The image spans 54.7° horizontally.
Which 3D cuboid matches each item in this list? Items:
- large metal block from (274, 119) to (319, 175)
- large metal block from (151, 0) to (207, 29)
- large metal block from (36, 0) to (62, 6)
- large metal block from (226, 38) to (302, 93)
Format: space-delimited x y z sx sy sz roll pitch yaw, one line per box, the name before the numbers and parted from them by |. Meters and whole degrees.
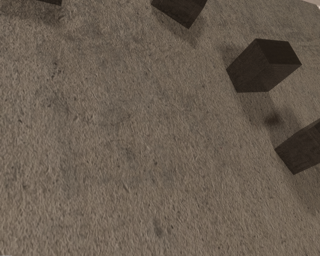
large metal block | 0.244 0.022 0.490 0.081 0.080 0.050 -25 76 -37
large metal block | 0.041 -0.238 0.558 0.080 0.050 0.080 31 52 -9
large metal block | -0.176 -0.227 0.432 0.081 0.050 0.080 5 60 -26
large metal block | 0.176 -0.104 0.529 0.081 0.080 0.050 -6 65 -31
